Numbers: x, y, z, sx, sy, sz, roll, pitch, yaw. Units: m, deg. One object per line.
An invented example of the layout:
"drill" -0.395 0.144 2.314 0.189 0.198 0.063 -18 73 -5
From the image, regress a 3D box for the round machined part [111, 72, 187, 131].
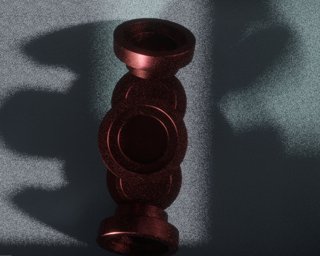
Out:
"round machined part" -0.014 -0.033 0.401 0.099 0.042 0.097 0 90 -1

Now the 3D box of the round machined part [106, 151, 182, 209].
"round machined part" -0.020 0.065 0.401 0.099 0.042 0.097 0 90 -1

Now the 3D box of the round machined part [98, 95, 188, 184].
"round machined part" -0.018 0.013 0.358 0.099 0.042 0.097 0 90 -1

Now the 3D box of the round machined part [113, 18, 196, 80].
"round machined part" -0.008 -0.095 0.383 0.099 0.098 0.042 7 132 -1

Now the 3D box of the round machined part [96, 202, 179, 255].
"round machined part" -0.026 0.126 0.383 0.099 0.097 0.042 6 53 -1
